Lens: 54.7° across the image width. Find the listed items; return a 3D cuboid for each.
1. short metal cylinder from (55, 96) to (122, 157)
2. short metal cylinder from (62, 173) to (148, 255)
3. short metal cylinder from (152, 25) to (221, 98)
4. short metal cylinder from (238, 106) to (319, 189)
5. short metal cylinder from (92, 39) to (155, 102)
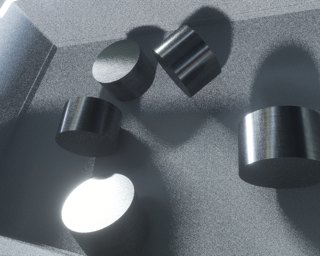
[{"bbox_3d":[-0.095,0.001,0.420,0.080,0.080,0.050,-9,58,23],"label":"short metal cylinder"},{"bbox_3d":[-0.059,0.097,0.343,0.080,0.050,0.080,-12,34,9],"label":"short metal cylinder"},{"bbox_3d":[0.034,-0.086,0.405,0.050,0.080,0.080,-40,51,2],"label":"short metal cylinder"},{"bbox_3d":[0.116,0.021,0.296,0.080,0.080,0.050,-8,59,24],"label":"short metal cylinder"},{"bbox_3d":[-0.055,-0.087,0.472,0.080,0.050,0.080,-13,56,21],"label":"short metal cylinder"}]
